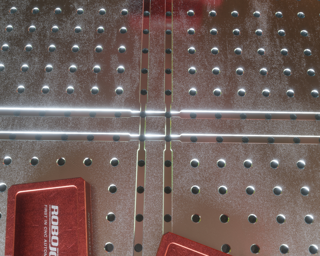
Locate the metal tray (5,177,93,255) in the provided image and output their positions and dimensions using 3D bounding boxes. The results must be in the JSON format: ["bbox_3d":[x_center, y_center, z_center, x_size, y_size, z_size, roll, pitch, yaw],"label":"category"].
[{"bbox_3d":[-0.128,0.128,0.360,0.091,0.030,0.129,-6,70,-3],"label":"metal tray"}]

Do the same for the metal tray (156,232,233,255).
[{"bbox_3d":[0.051,0.181,0.343,0.131,0.030,0.090,19,71,6],"label":"metal tray"}]
